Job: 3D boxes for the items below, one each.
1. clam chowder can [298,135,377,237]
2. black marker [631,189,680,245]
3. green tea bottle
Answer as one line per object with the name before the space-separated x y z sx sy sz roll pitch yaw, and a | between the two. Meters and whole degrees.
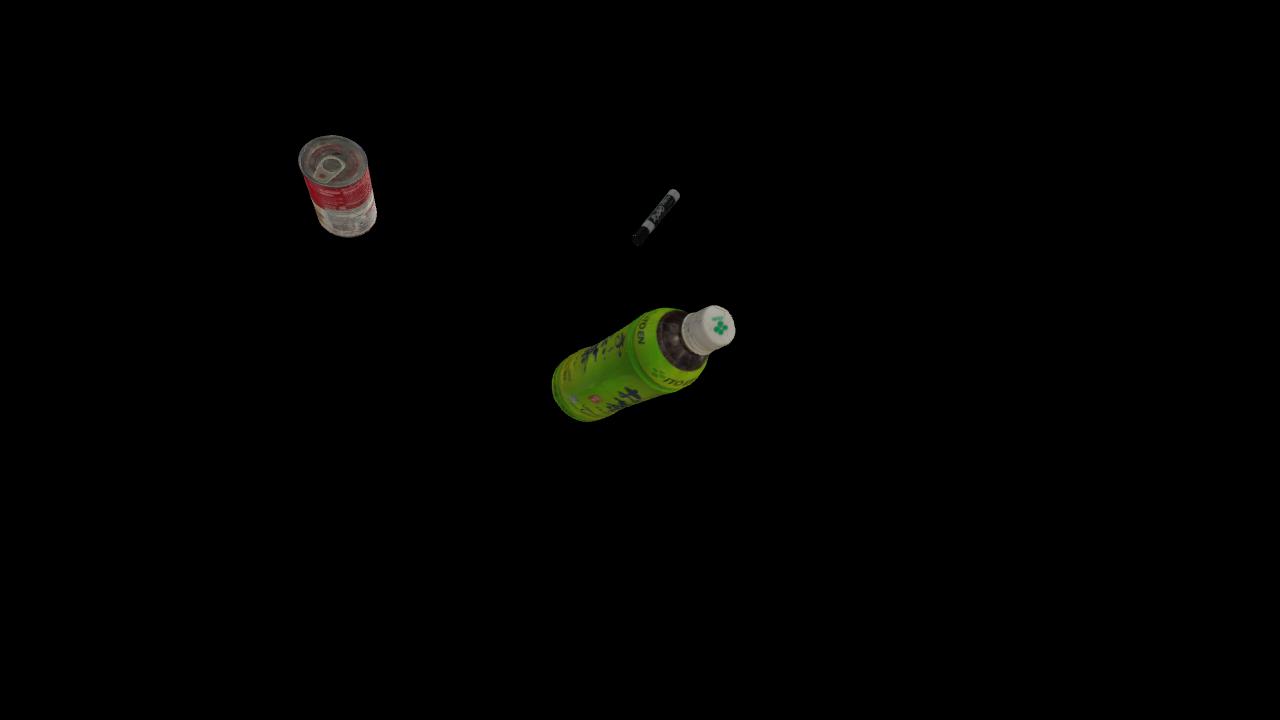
clam chowder can | -0.339 -0.194 0.699 0.068 0.068 0.102 0 -22 -16
black marker | 0.023 -0.206 0.889 0.020 0.020 0.121 0 44 43
green tea bottle | 0.000 0.001 0.520 0.073 0.073 0.212 0 -17 -35
